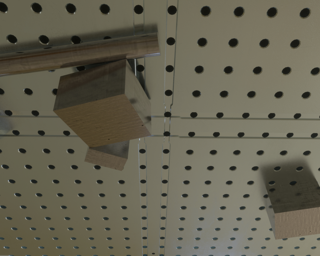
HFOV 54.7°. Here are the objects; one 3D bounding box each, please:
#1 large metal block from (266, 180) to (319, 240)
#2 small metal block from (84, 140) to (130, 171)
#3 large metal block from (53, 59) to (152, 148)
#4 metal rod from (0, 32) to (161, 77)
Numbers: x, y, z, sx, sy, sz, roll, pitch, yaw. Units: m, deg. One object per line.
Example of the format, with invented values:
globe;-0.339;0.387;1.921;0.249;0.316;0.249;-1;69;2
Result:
large metal block;0.226;0.138;0.516;0.080;0.050;0.080;-11;130;9
small metal block;-0.069;0.025;0.416;0.050;0.050;0.025;17;128;-15
large metal block;-0.061;-0.025;0.359;0.080;0.050;0.080;-12;144;13
metal rod;-0.150;-0.074;0.346;0.302;0.025;0.025;-7;130;5
